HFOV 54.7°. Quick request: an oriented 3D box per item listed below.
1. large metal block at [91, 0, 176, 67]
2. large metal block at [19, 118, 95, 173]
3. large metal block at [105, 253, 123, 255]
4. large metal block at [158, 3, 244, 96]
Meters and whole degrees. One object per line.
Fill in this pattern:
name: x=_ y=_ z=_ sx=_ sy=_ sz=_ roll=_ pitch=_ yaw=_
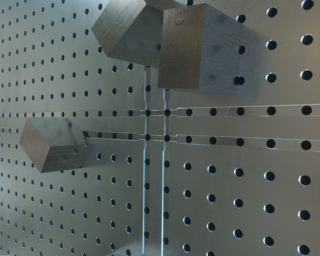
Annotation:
large metal block: x=-0.025 y=-0.129 z=0.392 sx=0.080 sy=0.081 sz=0.050 roll=-44 pitch=64 yaw=31
large metal block: x=-0.170 y=0.026 z=0.511 sx=0.080 sy=0.081 sz=0.050 roll=40 pitch=114 yaw=32
large metal block: x=-0.058 y=0.233 z=0.439 sx=0.080 sy=0.050 sz=0.080 roll=-3 pitch=88 yaw=39
large metal block: x=0.046 y=-0.079 z=0.334 sx=0.050 sy=0.081 sz=0.079 roll=8 pitch=95 yaw=39
